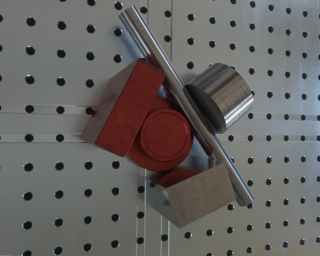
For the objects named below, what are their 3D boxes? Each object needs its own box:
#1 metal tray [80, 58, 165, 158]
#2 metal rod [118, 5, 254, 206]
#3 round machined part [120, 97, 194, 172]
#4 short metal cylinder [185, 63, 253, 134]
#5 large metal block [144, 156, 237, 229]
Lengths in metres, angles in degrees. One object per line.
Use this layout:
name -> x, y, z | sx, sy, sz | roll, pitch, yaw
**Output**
metal tray -> -0.047, -0.020, 0.340 | 0.030, 0.130, 0.090 | 29, 80, -18
metal rod -> 0.041, -0.020, 0.406 | 0.025, 0.025, 0.299 | -37, 102, -16
round machined part -> 0.001, 0.009, 0.405 | 0.099, 0.042, 0.097 | 0, 90, -21
short metal cylinder -> 0.075, -0.039, 0.411 | 0.050, 0.080, 0.080 | -39, 103, -16
large metal block -> 0.036, 0.077, 0.398 | 0.081, 0.080, 0.050 | -20, 97, -19
